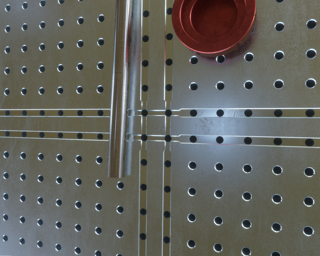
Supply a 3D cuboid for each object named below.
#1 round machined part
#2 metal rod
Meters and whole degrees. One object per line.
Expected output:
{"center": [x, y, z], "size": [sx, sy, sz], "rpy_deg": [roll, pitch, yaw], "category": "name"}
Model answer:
{"center": [0.067, -0.136, 0.379], "size": [0.098, 0.042, 0.097], "rpy_deg": [0, 90, 19], "category": "round machined part"}
{"center": [-0.053, -0.081, 0.430], "size": [0.025, 0.025, 0.298], "rpy_deg": [4, 91, 19], "category": "metal rod"}
